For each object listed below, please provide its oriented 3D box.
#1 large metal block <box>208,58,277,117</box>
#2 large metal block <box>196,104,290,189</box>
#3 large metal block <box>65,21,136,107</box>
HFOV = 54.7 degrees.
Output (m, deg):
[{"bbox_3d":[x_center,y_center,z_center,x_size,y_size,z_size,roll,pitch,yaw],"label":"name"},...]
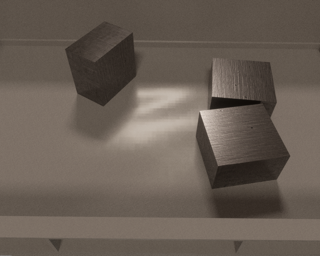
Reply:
[{"bbox_3d":[0.110,-0.050,0.433,0.080,0.050,0.080,5,50,4],"label":"large metal block"},{"bbox_3d":[0.094,0.021,0.373,0.081,0.050,0.080,-7,51,-6],"label":"large metal block"},{"bbox_3d":[-0.081,-0.092,0.446,0.050,0.080,0.080,27,55,20],"label":"large metal block"}]
